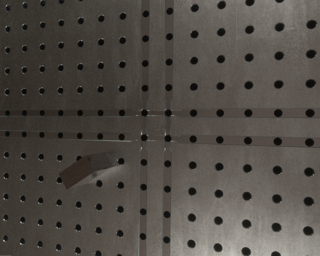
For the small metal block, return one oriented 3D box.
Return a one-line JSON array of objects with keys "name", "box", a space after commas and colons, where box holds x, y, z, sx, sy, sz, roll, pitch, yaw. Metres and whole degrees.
[{"name": "small metal block", "box": [-0.103, 0.059, 0.434, 0.050, 0.050, 0.025, -33, 80, 17]}]
